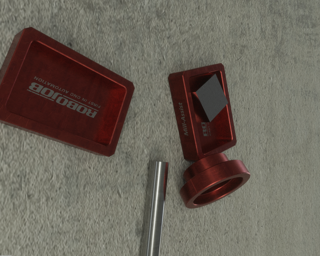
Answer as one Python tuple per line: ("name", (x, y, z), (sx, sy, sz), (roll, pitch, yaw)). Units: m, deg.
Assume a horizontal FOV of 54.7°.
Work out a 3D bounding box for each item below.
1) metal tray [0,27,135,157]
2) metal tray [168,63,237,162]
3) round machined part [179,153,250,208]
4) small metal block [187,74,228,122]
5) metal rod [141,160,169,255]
("metal tray", (-0.096, -0.031, 0.322), (0.131, 0.030, 0.090), (25, 74, -37))
("metal tray", (0.066, -0.024, 0.458), (0.091, 0.030, 0.129), (-20, 103, -38))
("round machined part", (0.072, 0.070, 0.433), (0.099, 0.097, 0.042), (1, 51, -40))
("small metal block", (0.066, -0.043, 0.446), (0.050, 0.025, 0.050), (-44, 117, -31))
("metal rod", (-0.015, 0.192, 0.394), (0.025, 0.025, 0.298), (10, 84, -40))
